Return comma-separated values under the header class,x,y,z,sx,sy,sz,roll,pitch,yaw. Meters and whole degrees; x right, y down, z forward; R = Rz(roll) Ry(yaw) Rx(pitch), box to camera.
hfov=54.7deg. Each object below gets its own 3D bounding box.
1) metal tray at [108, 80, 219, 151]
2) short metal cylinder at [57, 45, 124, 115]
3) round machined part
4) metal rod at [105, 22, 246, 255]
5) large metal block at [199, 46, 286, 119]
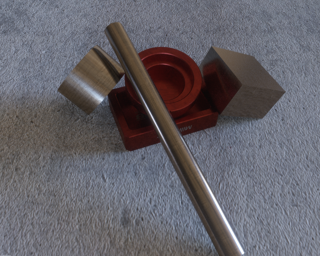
class,x,y,z,sx,sy,sz,roll,pitch,yaw
metal tray,0.003,-0.027,0.424,0.131,0.030,0.090,-16,52,-14
short metal cylinder,-0.090,-0.064,0.413,0.050,0.080,0.080,40,53,-14
round machined part,0.003,-0.055,0.409,0.099,0.042,0.098,2,65,-4
metal rod,0.006,0.000,0.348,0.025,0.025,0.299,-22,70,-17
large metal block,0.105,-0.060,0.418,0.081,0.050,0.080,3,45,-33
